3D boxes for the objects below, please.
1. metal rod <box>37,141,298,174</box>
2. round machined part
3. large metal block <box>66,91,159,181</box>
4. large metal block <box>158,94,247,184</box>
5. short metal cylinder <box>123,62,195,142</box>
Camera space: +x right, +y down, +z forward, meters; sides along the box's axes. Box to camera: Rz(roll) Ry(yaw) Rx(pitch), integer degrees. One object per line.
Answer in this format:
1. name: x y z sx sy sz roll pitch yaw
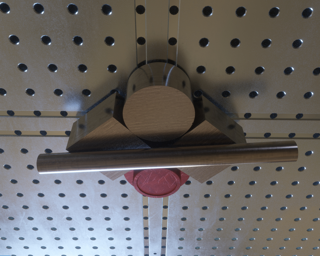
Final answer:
1. metal rod: 0.006 0.035 0.369 0.302 0.025 0.025 -3 130 3
2. round machined part: -0.004 0.065 0.450 0.099 0.042 0.097 0 130 0
3. large metal block: -0.059 0.013 0.401 0.080 0.050 0.080 -32 125 24
4. large metal block: 0.054 0.017 0.402 0.080 0.050 0.080 35 123 -26
5. short metal cylinder: -0.001 -0.030 0.365 0.081 0.050 0.079 0 130 0
